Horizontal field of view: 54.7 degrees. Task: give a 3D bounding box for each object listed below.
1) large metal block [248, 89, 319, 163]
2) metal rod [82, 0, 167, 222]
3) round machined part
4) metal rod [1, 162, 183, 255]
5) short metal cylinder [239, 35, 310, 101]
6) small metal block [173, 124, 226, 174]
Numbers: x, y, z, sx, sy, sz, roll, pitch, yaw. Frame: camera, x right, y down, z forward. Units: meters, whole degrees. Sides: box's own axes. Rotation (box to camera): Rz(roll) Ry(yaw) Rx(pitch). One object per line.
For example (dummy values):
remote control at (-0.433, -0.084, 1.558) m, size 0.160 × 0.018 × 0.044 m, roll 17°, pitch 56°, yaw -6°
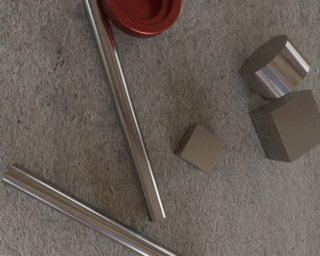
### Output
large metal block at (0.195, -0.004, 0.470) m, size 0.081 × 0.050 × 0.080 m, roll -28°, pitch 100°, yaw -18°
metal rod at (-0.045, -0.025, 0.393) m, size 0.025 × 0.025 × 0.298 m, roll -18°, pitch 96°, yaw -19°
round machined part at (-0.026, -0.161, 0.389) m, size 0.099 × 0.042 × 0.097 m, roll 0°, pitch 89°, yaw -24°
metal rod at (-0.052, 0.131, 0.390) m, size 0.301 × 0.025 × 0.025 m, roll 35°, pitch 79°, yaw -17°
short metal cylinder at (0.161, -0.085, 0.441) m, size 0.050 × 0.080 × 0.080 m, roll 43°, pitch 76°, yaw -16°
small metal block at (0.055, 0.028, 0.431) m, size 0.050 × 0.025 × 0.050 m, roll 33°, pitch 79°, yaw -17°
